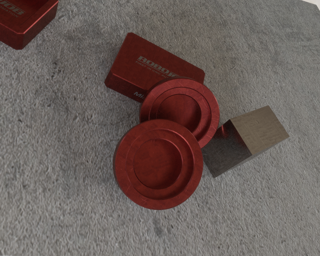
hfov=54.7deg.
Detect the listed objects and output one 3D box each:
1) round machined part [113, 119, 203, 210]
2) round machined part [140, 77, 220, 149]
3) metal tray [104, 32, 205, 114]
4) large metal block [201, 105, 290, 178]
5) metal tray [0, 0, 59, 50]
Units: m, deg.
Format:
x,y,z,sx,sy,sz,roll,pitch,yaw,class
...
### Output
x,y,z,sx,sy,sz,roll,pitch,yaw,class
-0.005,0.040,0.352,0.099,0.042,0.097,1,85,-16,round machined part
0.022,-0.017,0.395,0.098,0.097,0.042,25,10,-13,round machined part
-0.003,-0.072,0.445,0.131,0.030,0.090,25,53,-13,metal tray
0.110,0.019,0.418,0.081,0.080,0.050,-18,72,-35,large metal block
-0.209,-0.165,0.388,0.131,0.030,0.090,30,52,-10,metal tray
